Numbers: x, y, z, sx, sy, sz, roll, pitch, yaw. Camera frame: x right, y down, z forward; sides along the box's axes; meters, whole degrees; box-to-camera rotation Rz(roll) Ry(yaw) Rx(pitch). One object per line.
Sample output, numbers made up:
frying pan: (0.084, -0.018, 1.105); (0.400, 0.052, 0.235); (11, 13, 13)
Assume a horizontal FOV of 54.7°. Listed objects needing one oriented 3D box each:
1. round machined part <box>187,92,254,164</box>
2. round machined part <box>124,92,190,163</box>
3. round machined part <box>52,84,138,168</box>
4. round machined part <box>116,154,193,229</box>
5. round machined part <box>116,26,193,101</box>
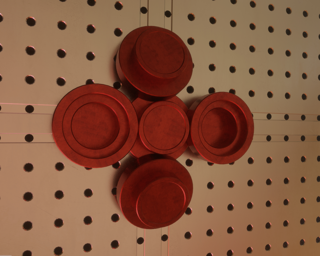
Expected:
round machined part: (0.078, 0.000, 0.433); (0.099, 0.042, 0.097); (0, 90, -21)
round machined part: (-0.001, -0.001, 0.403); (0.099, 0.042, 0.097); (0, 90, -21)
round machined part: (-0.079, -0.003, 0.374); (0.099, 0.042, 0.097); (0, 90, -21)
round machined part: (-0.002, 0.085, 0.391); (0.099, 0.042, 0.097); (-6, 107, -19)
round machined part: (-0.003, -0.086, 0.391); (0.099, 0.042, 0.098); (5, 74, -17)
